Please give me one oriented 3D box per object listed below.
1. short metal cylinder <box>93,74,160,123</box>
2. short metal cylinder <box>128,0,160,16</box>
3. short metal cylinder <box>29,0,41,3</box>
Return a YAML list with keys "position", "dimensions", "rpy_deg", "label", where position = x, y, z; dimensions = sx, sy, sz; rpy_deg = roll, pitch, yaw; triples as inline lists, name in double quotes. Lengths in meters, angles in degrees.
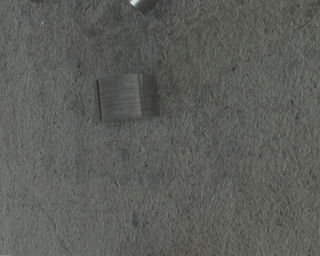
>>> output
- position: [-0.042, -0.035, 0.395]
  dimensions: [0.080, 0.080, 0.050]
  rpy_deg: [-6, 88, 20]
  label: "short metal cylinder"
- position: [-0.030, -0.189, 0.390]
  dimensions: [0.050, 0.080, 0.080]
  rpy_deg: [-44, 77, 15]
  label: "short metal cylinder"
- position: [-0.197, -0.229, 0.449]
  dimensions: [0.050, 0.080, 0.080]
  rpy_deg: [-47, 76, 14]
  label: "short metal cylinder"
